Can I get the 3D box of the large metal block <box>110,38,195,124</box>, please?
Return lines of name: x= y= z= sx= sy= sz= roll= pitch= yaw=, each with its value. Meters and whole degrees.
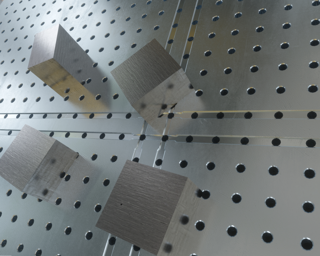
large metal block: x=-0.012 y=-0.067 z=0.438 sx=0.080 sy=0.050 sz=0.080 roll=-37 pitch=51 yaw=3

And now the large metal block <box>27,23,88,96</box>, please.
large metal block: x=-0.171 y=-0.115 z=0.530 sx=0.050 sy=0.080 sz=0.080 roll=-17 pitch=55 yaw=18

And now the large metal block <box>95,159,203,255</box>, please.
large metal block: x=-0.010 y=0.089 z=0.342 sx=0.080 sy=0.050 sz=0.080 roll=12 pitch=68 yaw=32

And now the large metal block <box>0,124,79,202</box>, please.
large metal block: x=-0.182 y=0.050 z=0.455 sx=0.080 sy=0.050 sz=0.080 roll=20 pitch=72 yaw=35
